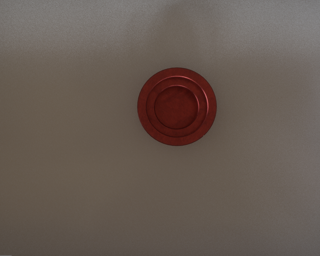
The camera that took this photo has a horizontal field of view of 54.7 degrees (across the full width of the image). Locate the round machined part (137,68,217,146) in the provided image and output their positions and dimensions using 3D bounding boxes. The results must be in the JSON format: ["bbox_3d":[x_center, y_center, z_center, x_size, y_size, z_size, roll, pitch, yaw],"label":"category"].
[{"bbox_3d":[0.021,-0.026,0.403,0.099,0.042,0.097,0,90,-1],"label":"round machined part"}]
